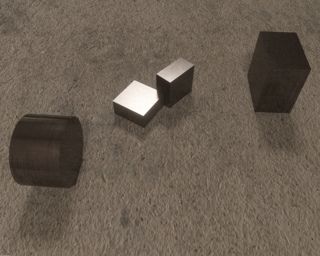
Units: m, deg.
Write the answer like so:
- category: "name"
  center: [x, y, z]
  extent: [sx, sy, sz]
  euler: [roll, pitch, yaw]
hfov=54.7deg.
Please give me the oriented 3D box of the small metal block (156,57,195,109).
- category: "small metal block"
  center: [0.021, -0.064, 0.441]
  extent: [0.025, 0.050, 0.050]
  euler: [36, 58, 26]

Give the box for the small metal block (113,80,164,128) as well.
- category: "small metal block"
  center: [-0.029, -0.034, 0.432]
  extent: [0.050, 0.025, 0.050]
  euler: [26, 55, 20]

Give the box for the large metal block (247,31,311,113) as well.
- category: "large metal block"
  center: [0.162, -0.078, 0.435]
  extent: [0.050, 0.080, 0.080]
  euler: [3, 50, 2]

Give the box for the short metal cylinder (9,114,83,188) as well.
- category: "short metal cylinder"
  center: [-0.122, 0.025, 0.345]
  extent: [0.050, 0.080, 0.080]
  euler: [4, 50, 2]
